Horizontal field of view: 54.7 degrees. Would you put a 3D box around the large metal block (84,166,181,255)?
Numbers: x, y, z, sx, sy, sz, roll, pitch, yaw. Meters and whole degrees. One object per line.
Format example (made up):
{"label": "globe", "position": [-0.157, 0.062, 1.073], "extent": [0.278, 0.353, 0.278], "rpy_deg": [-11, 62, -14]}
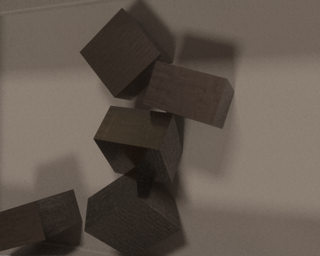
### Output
{"label": "large metal block", "position": [-0.034, 0.107, 0.386], "extent": [0.080, 0.050, 0.080], "rpy_deg": [-35, 122, 16]}

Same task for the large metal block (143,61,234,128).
{"label": "large metal block", "position": [0.038, -0.036, 0.366], "extent": [0.080, 0.080, 0.050], "rpy_deg": [18, 93, 18]}

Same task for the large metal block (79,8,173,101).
{"label": "large metal block", "position": [-0.044, -0.094, 0.412], "extent": [0.080, 0.050, 0.080], "rpy_deg": [-41, 77, 15]}

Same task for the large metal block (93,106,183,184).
{"label": "large metal block", "position": [-0.022, 0.021, 0.381], "extent": [0.080, 0.080, 0.050], "rpy_deg": [8, 56, 19]}

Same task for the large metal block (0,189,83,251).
{"label": "large metal block", "position": [-0.173, 0.129, 0.441], "extent": [0.080, 0.080, 0.050], "rpy_deg": [-19, 84, 18]}
